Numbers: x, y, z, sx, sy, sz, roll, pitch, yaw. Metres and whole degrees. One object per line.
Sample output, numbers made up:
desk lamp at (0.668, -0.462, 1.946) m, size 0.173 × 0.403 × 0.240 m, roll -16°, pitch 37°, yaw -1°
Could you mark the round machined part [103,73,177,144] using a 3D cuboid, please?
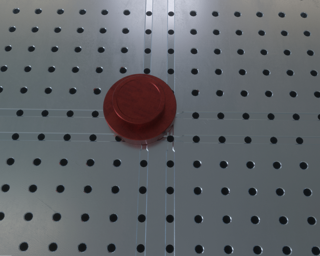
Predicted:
round machined part at (-0.027, -0.030, 0.414) m, size 0.099 × 0.042 × 0.098 m, roll 0°, pitch 70°, yaw 0°
